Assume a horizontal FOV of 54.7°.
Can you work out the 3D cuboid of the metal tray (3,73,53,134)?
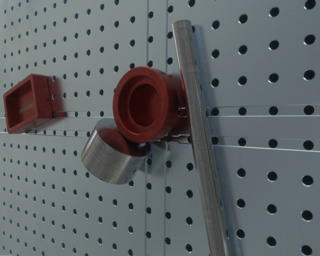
[{"bbox_3d":[-0.272,-0.046,0.630,0.130,0.030,0.090,-19,78,38],"label":"metal tray"}]

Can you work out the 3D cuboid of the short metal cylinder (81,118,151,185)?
[{"bbox_3d":[-0.060,0.031,0.423,0.080,0.081,0.050,46,118,30],"label":"short metal cylinder"}]

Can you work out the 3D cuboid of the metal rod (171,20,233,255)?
[{"bbox_3d":[0.050,0.017,0.368,0.025,0.025,0.298,-15,81,39],"label":"metal rod"}]

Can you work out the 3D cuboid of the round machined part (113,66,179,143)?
[{"bbox_3d":[-0.014,-0.030,0.410,0.098,0.042,0.097,0,90,40],"label":"round machined part"}]
